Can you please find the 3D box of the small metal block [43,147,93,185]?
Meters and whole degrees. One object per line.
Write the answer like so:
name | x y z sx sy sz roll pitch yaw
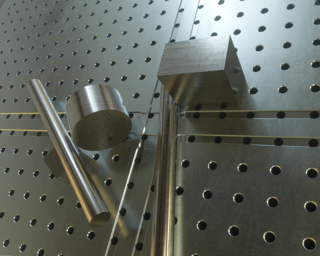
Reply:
small metal block | -0.134 0.045 0.451 0.050 0.025 0.050 -47 51 -5

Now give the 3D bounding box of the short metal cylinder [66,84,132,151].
short metal cylinder | -0.084 -0.013 0.425 0.080 0.080 0.050 -31 52 8

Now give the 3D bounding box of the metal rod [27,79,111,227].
metal rod | -0.142 0.014 0.442 0.025 0.025 0.300 -41 51 0

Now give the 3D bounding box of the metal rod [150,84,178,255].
metal rod | 0.009 0.026 0.387 0.025 0.025 0.299 -10 57 23

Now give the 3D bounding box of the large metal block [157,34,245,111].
large metal block | 0.054 -0.064 0.384 0.080 0.080 0.050 0 62 28
